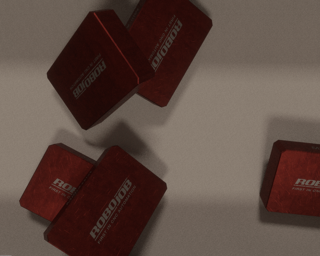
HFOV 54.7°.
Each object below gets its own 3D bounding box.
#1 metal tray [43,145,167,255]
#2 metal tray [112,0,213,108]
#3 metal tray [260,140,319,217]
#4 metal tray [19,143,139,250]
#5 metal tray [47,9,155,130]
[{"bbox_3d":[-0.060,0.097,0.371,0.090,0.030,0.130,40,62,-13],"label":"metal tray"},{"bbox_3d":[-0.002,-0.103,0.390,0.090,0.030,0.130,30,90,-27],"label":"metal tray"},{"bbox_3d":[0.205,0.068,0.396,0.131,0.030,0.089,6,112,-1],"label":"metal tray"},{"bbox_3d":[-0.102,0.088,0.408,0.130,0.030,0.090,28,90,-1],"label":"metal tray"},{"bbox_3d":[-0.076,-0.063,0.367,0.129,0.030,0.090,-33,91,43],"label":"metal tray"}]
